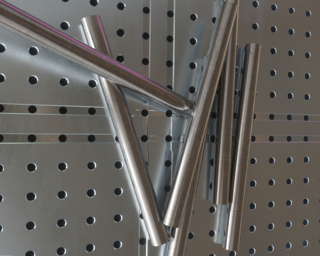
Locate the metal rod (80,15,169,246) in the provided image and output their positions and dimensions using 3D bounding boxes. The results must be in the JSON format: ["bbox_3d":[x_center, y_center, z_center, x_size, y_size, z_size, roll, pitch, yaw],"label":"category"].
[{"bbox_3d":[-0.043,0.008,0.396,0.025,0.025,0.299,-19,97,-19],"label":"metal rod"}]

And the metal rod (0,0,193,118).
[{"bbox_3d":[-0.077,-0.077,0.348,0.302,0.025,0.025,24,82,-32],"label":"metal rod"}]

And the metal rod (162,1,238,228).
[{"bbox_3d":[0.054,-0.020,0.408,0.025,0.025,0.299,16,87,-19],"label":"metal rod"}]

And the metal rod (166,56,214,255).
[{"bbox_3d":[0.045,0.048,0.429,0.025,0.025,0.299,12,86,-20],"label":"metal rod"}]

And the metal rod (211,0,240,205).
[{"bbox_3d":[0.095,-0.042,0.446,0.025,0.025,0.298,4,89,-20],"label":"metal rod"}]

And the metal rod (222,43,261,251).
[{"bbox_3d":[0.120,0.026,0.456,0.025,0.025,0.299,8,87,-20],"label":"metal rod"}]
